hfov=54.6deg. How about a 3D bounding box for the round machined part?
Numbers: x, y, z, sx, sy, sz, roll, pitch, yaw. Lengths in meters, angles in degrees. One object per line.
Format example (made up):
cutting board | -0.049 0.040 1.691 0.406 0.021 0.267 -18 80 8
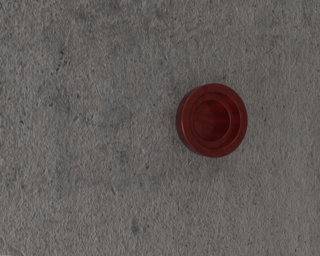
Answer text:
round machined part | 0.066 -0.010 0.424 0.099 0.042 0.097 0 90 -20
